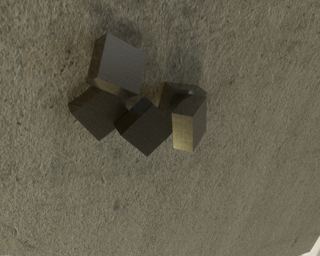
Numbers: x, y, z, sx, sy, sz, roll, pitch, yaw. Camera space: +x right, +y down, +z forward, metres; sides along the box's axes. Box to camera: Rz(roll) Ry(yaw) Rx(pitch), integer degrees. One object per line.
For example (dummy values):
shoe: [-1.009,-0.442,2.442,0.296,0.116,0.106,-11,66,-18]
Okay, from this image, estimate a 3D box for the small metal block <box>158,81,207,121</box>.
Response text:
small metal block: [0.027,-0.031,0.406,0.050,0.025,0.050,2,118,-30]

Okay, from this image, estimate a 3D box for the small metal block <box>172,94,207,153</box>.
small metal block: [0.037,-0.007,0.377,0.050,0.025,0.050,-51,145,-48]

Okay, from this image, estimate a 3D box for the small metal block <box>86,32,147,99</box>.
small metal block: [-0.046,-0.064,0.330,0.050,0.025,0.050,20,71,-36]

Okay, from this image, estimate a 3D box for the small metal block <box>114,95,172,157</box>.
small metal block: [-0.016,-0.002,0.366,0.050,0.025,0.050,-44,130,2]

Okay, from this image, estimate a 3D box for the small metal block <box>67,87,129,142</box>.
small metal block: [-0.069,-0.021,0.358,0.050,0.025,0.050,-38,130,-3]
